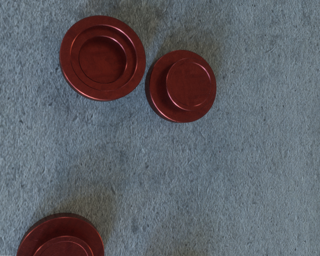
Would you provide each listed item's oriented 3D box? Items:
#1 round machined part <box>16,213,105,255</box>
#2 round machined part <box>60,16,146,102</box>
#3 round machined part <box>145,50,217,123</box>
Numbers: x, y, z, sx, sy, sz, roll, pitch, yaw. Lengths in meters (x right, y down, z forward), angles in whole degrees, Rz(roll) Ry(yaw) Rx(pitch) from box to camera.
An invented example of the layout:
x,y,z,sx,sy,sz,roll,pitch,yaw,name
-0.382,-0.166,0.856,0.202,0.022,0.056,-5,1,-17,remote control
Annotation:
x,y,z,sx,sy,sz,roll,pitch,yaw,name
-0.113,0.152,0.358,0.099,0.042,0.097,0,90,-20,round machined part
-0.070,-0.080,0.374,0.099,0.042,0.097,0,90,-20,round machined part
0.033,-0.055,0.412,0.099,0.042,0.097,0,90,-20,round machined part
